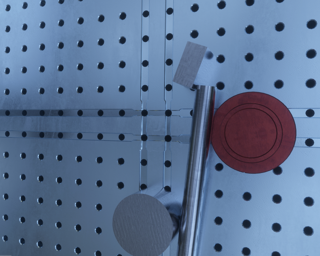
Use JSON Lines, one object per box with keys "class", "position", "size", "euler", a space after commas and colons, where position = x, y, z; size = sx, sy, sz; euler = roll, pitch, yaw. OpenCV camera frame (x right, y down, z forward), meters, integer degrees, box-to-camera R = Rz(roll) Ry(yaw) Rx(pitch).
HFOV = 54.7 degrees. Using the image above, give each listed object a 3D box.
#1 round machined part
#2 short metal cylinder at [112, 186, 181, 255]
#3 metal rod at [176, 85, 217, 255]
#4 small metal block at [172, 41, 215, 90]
{"class": "round machined part", "position": [0.108, 0.006, 0.365], "size": [0.098, 0.042, 0.097], "euler": [0, 90, 19]}
{"class": "short metal cylinder", "position": [-0.014, 0.120, 0.403], "size": [0.080, 0.050, 0.079], "euler": [0, 90, 19]}
{"class": "metal rod", "position": [0.040, 0.097, 0.386], "size": [0.025, 0.025, 0.298], "euler": [8, 97, 19]}
{"class": "small metal block", "position": [0.043, -0.074, 0.384], "size": [0.025, 0.050, 0.050], "euler": [23, 98, 18]}
